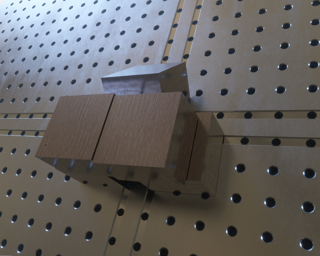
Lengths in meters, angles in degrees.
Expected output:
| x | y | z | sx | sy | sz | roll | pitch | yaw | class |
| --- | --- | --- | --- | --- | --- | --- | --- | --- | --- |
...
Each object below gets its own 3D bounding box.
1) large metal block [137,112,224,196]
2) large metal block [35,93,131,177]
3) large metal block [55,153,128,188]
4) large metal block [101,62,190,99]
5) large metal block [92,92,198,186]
| x | y | z | sx | sy | sz | roll | pitch | yaw | class |
| --- | --- | --- | --- | --- | --- | --- | --- | --- | --- |
| 0.024 | 0.030 | 0.360 | 0.080 | 0.050 | 0.080 | -1 | 61 | 27 | large metal block |
| -0.085 | 0.008 | 0.362 | 0.080 | 0.050 | 0.080 | 0 | 62 | 28 | large metal block |
| -0.080 | 0.030 | 0.415 | 0.080 | 0.050 | 0.080 | 2 | 62 | 28 | large metal block |
| -0.016 | -0.052 | 0.404 | 0.080 | 0.050 | 0.080 | 1 | 20 | 28 | large metal block |
| -0.013 | 0.011 | 0.324 | 0.080 | 0.050 | 0.080 | 0 | 62 | 28 | large metal block |
